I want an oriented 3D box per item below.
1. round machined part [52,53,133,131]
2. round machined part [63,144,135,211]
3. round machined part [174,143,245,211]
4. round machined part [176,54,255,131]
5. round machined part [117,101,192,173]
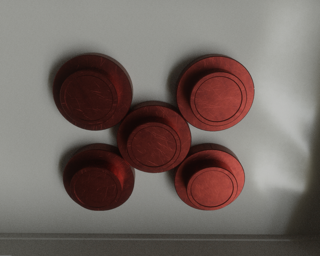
[{"bbox_3d":[-0.084,-0.042,0.384,0.099,0.042,0.097,0,110,-1],"label":"round machined part"},{"bbox_3d":[-0.085,0.074,0.427,0.099,0.042,0.097,0,110,-1],"label":"round machined part"},{"bbox_3d":[0.069,0.074,0.429,0.099,0.042,0.097,0,110,-1],"label":"round machined part"},{"bbox_3d":[0.069,-0.041,0.387,0.099,0.042,0.097,0,110,-1],"label":"round machined part"},{"bbox_3d":[-0.008,0.017,0.406,0.099,0.042,0.097,0,110,-1],"label":"round machined part"}]
